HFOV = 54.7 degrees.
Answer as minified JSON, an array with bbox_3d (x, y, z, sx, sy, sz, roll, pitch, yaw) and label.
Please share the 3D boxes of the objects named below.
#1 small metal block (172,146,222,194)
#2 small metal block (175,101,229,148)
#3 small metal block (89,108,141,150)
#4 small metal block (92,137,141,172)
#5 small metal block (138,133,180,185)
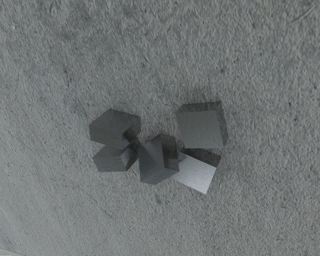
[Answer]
[{"bbox_3d":[0.049,0.054,0.414,0.050,0.025,0.050,23,127,14],"label":"small metal block"},{"bbox_3d":[0.052,-0.003,0.378,0.050,0.025,0.050,-3,117,29],"label":"small metal block"},{"bbox_3d":[-0.060,0.000,0.423,0.050,0.050,0.025,15,125,20],"label":"small metal block"},{"bbox_3d":[-0.060,0.038,0.446,0.050,0.050,0.025,-6,115,31],"label":"small metal block"},{"bbox_3d":[-0.003,0.043,0.416,0.025,0.050,0.050,19,140,-35],"label":"small metal block"}]
